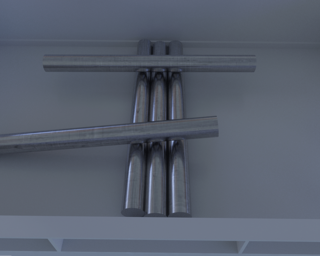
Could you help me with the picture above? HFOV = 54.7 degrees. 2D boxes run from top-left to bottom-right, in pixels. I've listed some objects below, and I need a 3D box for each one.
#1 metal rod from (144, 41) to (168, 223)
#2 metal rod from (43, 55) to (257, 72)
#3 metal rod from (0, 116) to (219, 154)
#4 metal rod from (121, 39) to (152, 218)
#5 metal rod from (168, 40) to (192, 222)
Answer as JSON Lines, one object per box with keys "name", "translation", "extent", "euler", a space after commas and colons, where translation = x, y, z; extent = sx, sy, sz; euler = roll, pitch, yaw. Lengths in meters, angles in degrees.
{"name": "metal rod", "translation": [-0.002, -0.020, 0.421], "extent": [0.025, 0.025, 0.300], "euler": [1, 50, 1]}
{"name": "metal rod", "translation": [-0.015, -0.094, 0.449], "extent": [0.302, 0.025, 0.025], "euler": [0, 50, 0]}
{"name": "metal rod", "translation": [-0.083, 0.011, 0.370], "extent": [0.302, 0.025, 0.025], "euler": [-5, 50, 5]}
{"name": "metal rod", "translation": [-0.027, -0.025, 0.425], "extent": [0.025, 0.025, 0.300], "euler": [1, 50, 0]}
{"name": "metal rod", "translation": [0.023, -0.021, 0.421], "extent": [0.025, 0.025, 0.300], "euler": [1, 50, 1]}
